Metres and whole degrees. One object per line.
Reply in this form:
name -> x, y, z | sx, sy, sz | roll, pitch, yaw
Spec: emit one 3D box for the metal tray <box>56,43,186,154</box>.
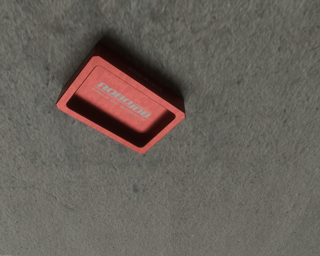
metal tray -> -0.045, -0.030, 0.377 | 0.131, 0.030, 0.090 | 32, 123, -25
